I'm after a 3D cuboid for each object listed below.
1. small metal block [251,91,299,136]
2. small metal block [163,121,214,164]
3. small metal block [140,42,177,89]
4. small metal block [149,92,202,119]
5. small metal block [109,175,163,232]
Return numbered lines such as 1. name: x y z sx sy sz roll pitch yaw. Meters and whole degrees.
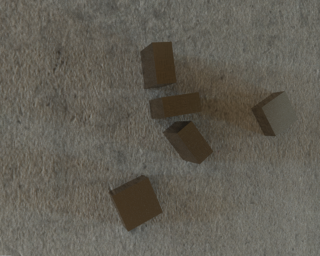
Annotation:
1. small metal block: 0.177 -0.022 0.476 0.050 0.025 0.050 -33 101 -17
2. small metal block: 0.036 0.018 0.410 0.025 0.050 0.050 -40 103 -16
3. small metal block: -0.003 -0.079 0.395 0.025 0.050 0.050 -8 93 -20
4. small metal block: 0.019 -0.029 0.404 0.050 0.050 0.025 -10 94 -20
5. small metal block: -0.031 0.095 0.399 0.050 0.025 0.050 -25 99 -19
